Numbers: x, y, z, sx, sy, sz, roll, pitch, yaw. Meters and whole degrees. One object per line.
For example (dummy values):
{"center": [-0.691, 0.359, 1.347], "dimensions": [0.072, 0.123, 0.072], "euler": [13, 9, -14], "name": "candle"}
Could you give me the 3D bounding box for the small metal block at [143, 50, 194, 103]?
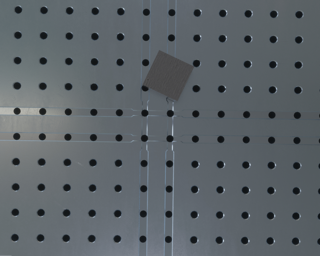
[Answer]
{"center": [0.011, -0.068, 0.413], "dimensions": [0.050, 0.025, 0.050], "euler": [25, 90, 0], "name": "small metal block"}
